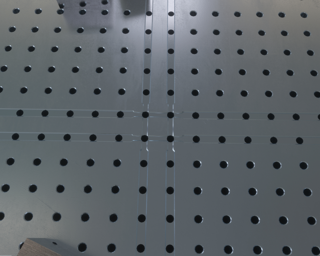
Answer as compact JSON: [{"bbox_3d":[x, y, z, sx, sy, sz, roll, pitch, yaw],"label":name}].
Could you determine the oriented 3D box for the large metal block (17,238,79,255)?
[{"bbox_3d":[-0.121,0.174,0.334,0.080,0.050,0.080,23,72,8],"label":"large metal block"}]

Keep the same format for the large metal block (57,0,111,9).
[{"bbox_3d":[-0.121,-0.238,0.485,0.080,0.050,0.080,-3,70,-1],"label":"large metal block"}]
